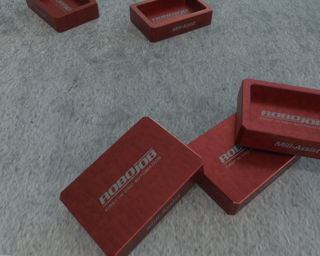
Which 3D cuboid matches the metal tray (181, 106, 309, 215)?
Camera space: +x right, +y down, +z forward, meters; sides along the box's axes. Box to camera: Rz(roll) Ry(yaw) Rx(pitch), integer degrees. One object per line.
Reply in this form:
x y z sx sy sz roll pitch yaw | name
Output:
0.101 0.031 0.375 0.131 0.030 0.090 -31 57 -24 | metal tray

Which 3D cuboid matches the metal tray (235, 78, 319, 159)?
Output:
0.160 -0.011 0.371 0.131 0.030 0.090 10 48 5 | metal tray

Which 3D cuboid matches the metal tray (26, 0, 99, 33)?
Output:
-0.191 -0.240 0.598 0.091 0.030 0.130 -33 58 -25 | metal tray

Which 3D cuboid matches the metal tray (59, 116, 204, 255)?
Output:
-0.028 0.059 0.330 0.130 0.030 0.090 -44 62 -15 | metal tray

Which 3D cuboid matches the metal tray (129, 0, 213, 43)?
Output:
0.021 -0.212 0.577 0.131 0.030 0.090 -23 54 -19 | metal tray
